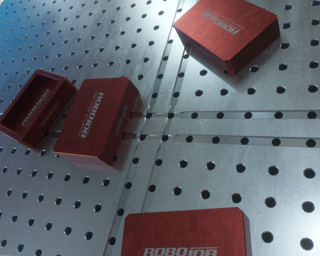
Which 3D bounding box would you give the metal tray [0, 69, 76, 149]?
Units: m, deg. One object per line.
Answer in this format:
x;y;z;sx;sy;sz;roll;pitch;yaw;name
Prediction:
-0.216;-0.037;0.538;0.090;0.030;0.130;20;72;35;metal tray

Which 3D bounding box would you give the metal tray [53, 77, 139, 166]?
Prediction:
-0.094;-0.013;0.461;0.090;0.030;0.130;3;63;29;metal tray

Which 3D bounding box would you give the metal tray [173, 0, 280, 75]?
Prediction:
0.091;-0.143;0.444;0.090;0.030;0.130;-41;51;-1;metal tray

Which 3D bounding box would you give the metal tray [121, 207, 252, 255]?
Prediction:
0.024;0.131;0.311;0.130;0.030;0.090;-10;57;22;metal tray
